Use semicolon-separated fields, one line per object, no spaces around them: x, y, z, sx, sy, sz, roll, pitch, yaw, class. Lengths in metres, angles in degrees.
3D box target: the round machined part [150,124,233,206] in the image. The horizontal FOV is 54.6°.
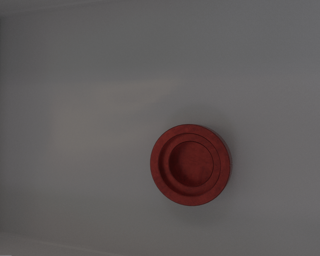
0.041;0.044;0.387;0.098;0.042;0.097;0;90;20;round machined part
